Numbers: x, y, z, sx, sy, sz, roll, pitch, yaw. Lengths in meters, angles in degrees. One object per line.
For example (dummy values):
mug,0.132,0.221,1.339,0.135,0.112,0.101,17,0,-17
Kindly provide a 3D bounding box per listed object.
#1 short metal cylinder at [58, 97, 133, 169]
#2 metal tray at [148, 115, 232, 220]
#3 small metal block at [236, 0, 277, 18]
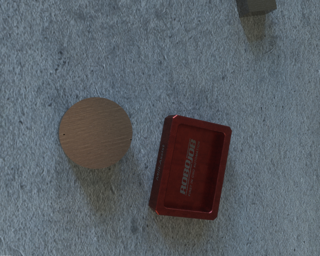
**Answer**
short metal cylinder,-0.078,0.005,0.367,0.081,0.050,0.080,0,90,-20
metal tray,0.042,0.054,0.422,0.091,0.030,0.129,12,86,-20
small metal block,0.141,-0.196,0.461,0.050,0.025,0.050,-14,95,-20
